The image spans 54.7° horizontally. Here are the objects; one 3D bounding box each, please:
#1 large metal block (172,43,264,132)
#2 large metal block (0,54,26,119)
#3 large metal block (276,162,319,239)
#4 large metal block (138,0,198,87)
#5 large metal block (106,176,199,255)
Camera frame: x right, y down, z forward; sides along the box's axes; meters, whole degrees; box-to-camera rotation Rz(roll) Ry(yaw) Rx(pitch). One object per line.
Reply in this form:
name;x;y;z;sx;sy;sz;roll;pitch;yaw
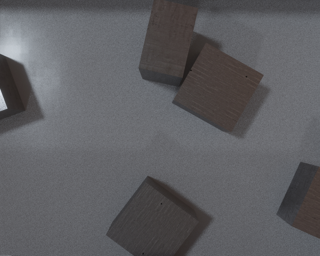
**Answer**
large metal block;0.071;-0.049;0.399;0.080;0.050;0.080;29;90;0
large metal block;-0.235;-0.047;0.397;0.080;0.050;0.080;-20;90;0
large metal block;0.213;0.099;0.400;0.080;0.050;0.080;25;90;0
large metal block;0.009;-0.100;0.384;0.050;0.080;0.080;13;90;0
large metal block;-0.009;0.121;0.399;0.080;0.050;0.080;37;90;0
